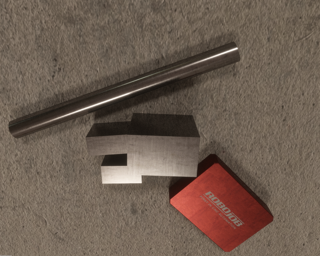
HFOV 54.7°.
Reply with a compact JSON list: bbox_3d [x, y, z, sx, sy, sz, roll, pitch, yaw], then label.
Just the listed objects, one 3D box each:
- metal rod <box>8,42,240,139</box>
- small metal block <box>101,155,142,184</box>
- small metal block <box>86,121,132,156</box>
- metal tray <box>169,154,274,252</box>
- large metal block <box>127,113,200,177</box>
[{"bbox_3d":[-0.049,-0.046,0.392,0.301,0.025,0.025,-19,109,6],"label":"metal rod"},{"bbox_3d":[-0.049,0.050,0.414,0.050,0.050,0.025,0,110,0],"label":"small metal block"},{"bbox_3d":[-0.064,0.012,0.400,0.050,0.050,0.025,-4,110,1],"label":"small metal block"},{"bbox_3d":[0.088,0.111,0.449,0.090,0.030,0.130,-42,105,13],"label":"metal tray"},{"bbox_3d":[0.003,0.018,0.387,0.081,0.080,0.050,2,110,-1],"label":"large metal block"}]
